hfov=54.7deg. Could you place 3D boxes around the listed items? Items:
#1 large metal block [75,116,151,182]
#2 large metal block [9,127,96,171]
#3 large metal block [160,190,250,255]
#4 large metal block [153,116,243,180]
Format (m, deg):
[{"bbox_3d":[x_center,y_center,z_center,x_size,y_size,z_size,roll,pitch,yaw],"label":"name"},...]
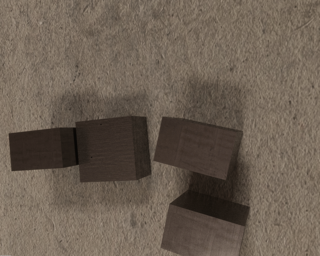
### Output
[{"bbox_3d":[-0.061,0.028,0.416,0.080,0.050,0.080,-6,88,19],"label":"large metal block"},{"bbox_3d":[-0.145,0.028,0.429,0.080,0.080,0.050,-6,88,19],"label":"large metal block"},{"bbox_3d":[0.056,0.114,0.360,0.080,0.080,0.050,12,94,19],"label":"large metal block"},{"bbox_3d":[0.048,0.020,0.362,0.080,0.080,0.050,13,95,19],"label":"large metal block"}]
